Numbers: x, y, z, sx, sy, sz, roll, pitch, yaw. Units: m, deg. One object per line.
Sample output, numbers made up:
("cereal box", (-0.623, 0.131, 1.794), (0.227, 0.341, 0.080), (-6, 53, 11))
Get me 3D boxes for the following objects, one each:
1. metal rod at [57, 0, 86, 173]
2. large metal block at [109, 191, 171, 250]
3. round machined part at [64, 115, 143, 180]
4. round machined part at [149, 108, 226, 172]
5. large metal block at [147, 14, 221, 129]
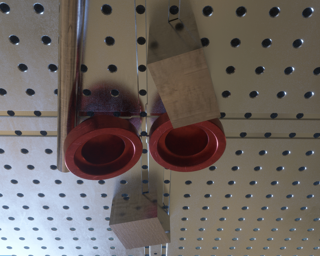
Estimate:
("metal rod", (-0.107, -0.054, 0.363), (0.025, 0.025, 0.298), (10, 130, -8))
("large metal block", (-0.032, 0.160, 0.531), (0.080, 0.050, 0.080), (-13, 129, 10))
("round machined part", (-0.075, 0.021, 0.406), (0.099, 0.042, 0.097), (-12, 136, -12))
("round machined part", (0.035, 0.010, 0.410), (0.099, 0.042, 0.097), (0, 130, 0))
("large metal block", (0.025, -0.060, 0.325), (0.050, 0.080, 0.080), (-15, 129, 12))
